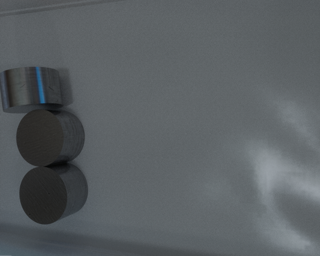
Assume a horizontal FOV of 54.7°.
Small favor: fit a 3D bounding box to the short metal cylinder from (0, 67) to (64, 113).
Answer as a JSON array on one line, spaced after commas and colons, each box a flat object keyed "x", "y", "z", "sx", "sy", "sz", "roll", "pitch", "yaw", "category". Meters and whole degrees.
[{"x": -0.184, "y": -0.052, "z": 0.444, "sx": 0.080, "sy": 0.080, "sz": 0.050, "roll": -9, "pitch": 87, "yaw": 19, "category": "short metal cylinder"}]

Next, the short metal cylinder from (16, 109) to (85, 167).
[{"x": -0.158, "y": 0.014, "z": 0.451, "sx": 0.080, "sy": 0.050, "sz": 0.079, "roll": 0, "pitch": 90, "yaw": 19, "category": "short metal cylinder"}]

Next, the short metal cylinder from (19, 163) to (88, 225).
[{"x": -0.153, "y": 0.093, "z": 0.450, "sx": 0.080, "sy": 0.050, "sz": 0.079, "roll": 0, "pitch": 90, "yaw": 19, "category": "short metal cylinder"}]
